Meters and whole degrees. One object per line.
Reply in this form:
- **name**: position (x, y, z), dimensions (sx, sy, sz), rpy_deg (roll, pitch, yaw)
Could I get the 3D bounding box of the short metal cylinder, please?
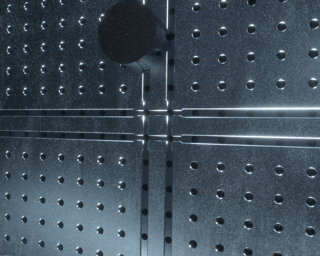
- **short metal cylinder**: position (-0.034, -0.120, 0.411), dimensions (0.080, 0.050, 0.079), rpy_deg (0, 90, 20)
